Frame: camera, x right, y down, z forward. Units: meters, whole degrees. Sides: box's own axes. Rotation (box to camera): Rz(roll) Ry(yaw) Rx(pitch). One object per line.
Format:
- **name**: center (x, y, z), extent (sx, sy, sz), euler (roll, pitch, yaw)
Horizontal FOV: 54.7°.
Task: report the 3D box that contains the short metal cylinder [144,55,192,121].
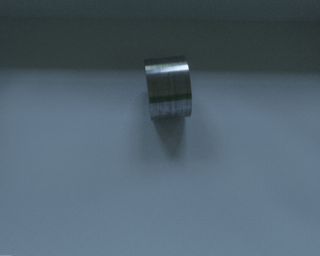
- **short metal cylinder**: center (0.009, -0.051, 0.399), extent (0.050, 0.080, 0.080), euler (-7, 70, -3)
